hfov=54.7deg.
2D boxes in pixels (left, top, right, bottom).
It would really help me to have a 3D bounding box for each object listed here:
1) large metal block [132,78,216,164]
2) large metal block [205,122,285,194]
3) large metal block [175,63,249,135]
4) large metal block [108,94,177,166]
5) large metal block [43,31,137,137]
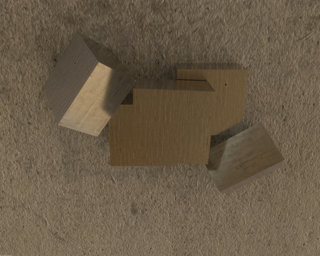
[{"bbox_3d":[0.012,-0.008,0.339,0.081,0.050,0.079,2,110,-1],"label":"large metal block"},{"bbox_3d":[0.105,0.042,0.392,0.080,0.080,0.050,-29,70,10],"label":"large metal block"},{"bbox_3d":[0.059,-0.037,0.385,0.081,0.050,0.079,0,110,-1],"label":"large metal block"},{"bbox_3d":[-0.021,0.002,0.396,0.081,0.050,0.079,0,110,-1],"label":"large metal block"},{"bbox_3d":[-0.084,-0.050,0.355,0.050,0.080,0.080,22,112,-43],"label":"large metal block"}]
